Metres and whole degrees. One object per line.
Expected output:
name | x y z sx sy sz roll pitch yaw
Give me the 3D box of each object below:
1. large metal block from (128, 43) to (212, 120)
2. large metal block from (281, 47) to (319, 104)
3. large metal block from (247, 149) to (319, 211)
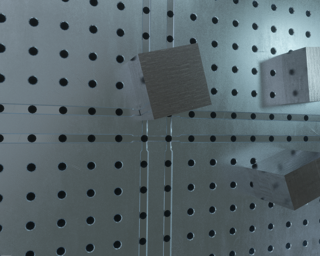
large metal block | 0.012 -0.059 0.403 0.081 0.050 0.080 -15 95 -19
large metal block | 0.244 -0.082 0.489 0.081 0.050 0.080 -6 92 -20
large metal block | 0.190 0.071 0.453 0.081 0.080 0.050 -21 97 -19
